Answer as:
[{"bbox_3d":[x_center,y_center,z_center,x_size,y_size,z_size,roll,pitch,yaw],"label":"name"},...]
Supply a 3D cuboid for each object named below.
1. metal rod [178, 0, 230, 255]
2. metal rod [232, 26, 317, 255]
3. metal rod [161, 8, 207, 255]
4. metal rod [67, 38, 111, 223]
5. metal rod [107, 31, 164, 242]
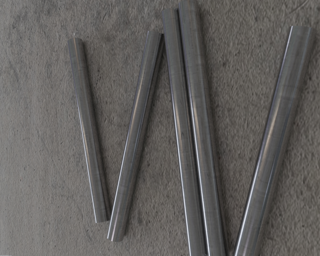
[{"bbox_3d":[0.050,-0.003,0.363,0.025,0.025,0.298,-10,83,39],"label":"metal rod"},{"bbox_3d":[0.107,0.051,0.316,0.025,0.025,0.298,18,101,38],"label":"metal rod"},{"bbox_3d":[0.030,0.001,0.379,0.025,0.025,0.298,-10,83,39],"label":"metal rod"},{"bbox_3d":[-0.115,-0.002,0.500,0.025,0.025,0.299,-18,78,38],"label":"metal rod"},{"bbox_3d":[-0.035,0.019,0.434,0.025,0.025,0.298,20,103,38],"label":"metal rod"}]
